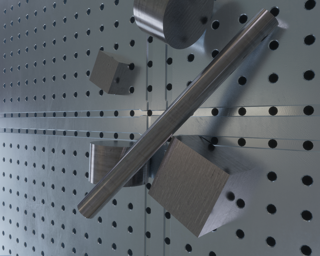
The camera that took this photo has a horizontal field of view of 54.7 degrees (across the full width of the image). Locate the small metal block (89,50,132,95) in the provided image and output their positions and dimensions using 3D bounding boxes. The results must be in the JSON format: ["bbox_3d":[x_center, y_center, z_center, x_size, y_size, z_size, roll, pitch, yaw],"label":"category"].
[{"bbox_3d":[-0.077,-0.084,0.473,0.050,0.025,0.050,36,112,34],"label":"small metal block"}]

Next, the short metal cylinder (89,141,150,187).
[{"bbox_3d":[-0.054,0.046,0.418,0.080,0.081,0.050,5,93,40],"label":"short metal cylinder"}]

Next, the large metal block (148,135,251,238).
[{"bbox_3d":[0.043,0.062,0.357,0.080,0.050,0.079,35,111,34],"label":"large metal block"}]

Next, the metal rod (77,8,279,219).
[{"bbox_3d":[0.012,-0.007,0.346,0.299,0.025,0.025,-47,61,11],"label":"metal rod"}]

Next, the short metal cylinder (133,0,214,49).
[{"bbox_3d":[0.017,-0.139,0.360,0.050,0.081,0.079,37,113,33],"label":"short metal cylinder"}]
